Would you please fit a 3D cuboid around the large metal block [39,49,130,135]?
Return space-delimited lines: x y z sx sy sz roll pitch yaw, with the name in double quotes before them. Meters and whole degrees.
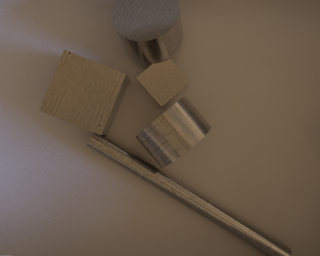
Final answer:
"large metal block" -0.093 -0.043 0.398 0.080 0.050 0.080 22 90 -1

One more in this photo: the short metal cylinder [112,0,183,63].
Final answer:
"short metal cylinder" -0.013 -0.129 0.386 0.080 0.050 0.080 -3 72 9

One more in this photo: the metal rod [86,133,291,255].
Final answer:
"metal rod" 0.038 0.092 0.411 0.301 0.025 0.025 31 90 -1

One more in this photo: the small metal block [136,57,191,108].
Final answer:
"small metal block" 0.004 -0.062 0.411 0.050 0.025 0.050 -41 91 0

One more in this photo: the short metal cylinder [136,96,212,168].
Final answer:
"short metal cylinder" 0.017 0.005 0.384 0.080 0.080 0.050 -40 90 0
